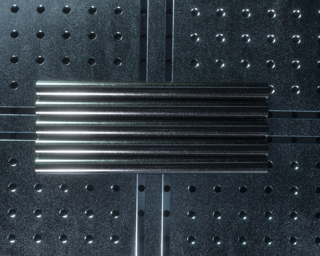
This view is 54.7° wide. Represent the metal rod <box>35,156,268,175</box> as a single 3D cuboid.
[{"bbox_3d":[-0.010,0.050,0.413,0.302,0.025,0.025,0,90,-1],"label":"metal rod"}]

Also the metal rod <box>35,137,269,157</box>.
[{"bbox_3d":[-0.010,0.026,0.413,0.302,0.025,0.025,0,90,-1],"label":"metal rod"}]

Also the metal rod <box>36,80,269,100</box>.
[{"bbox_3d":[-0.009,-0.050,0.413,0.302,0.025,0.025,0,90,-1],"label":"metal rod"}]

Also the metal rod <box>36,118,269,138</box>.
[{"bbox_3d":[-0.009,0.001,0.413,0.302,0.025,0.025,0,90,-1],"label":"metal rod"}]

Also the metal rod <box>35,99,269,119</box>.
[{"bbox_3d":[-0.010,-0.025,0.413,0.302,0.025,0.025,0,90,-1],"label":"metal rod"}]
